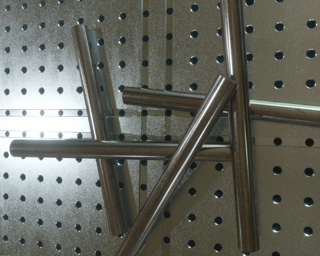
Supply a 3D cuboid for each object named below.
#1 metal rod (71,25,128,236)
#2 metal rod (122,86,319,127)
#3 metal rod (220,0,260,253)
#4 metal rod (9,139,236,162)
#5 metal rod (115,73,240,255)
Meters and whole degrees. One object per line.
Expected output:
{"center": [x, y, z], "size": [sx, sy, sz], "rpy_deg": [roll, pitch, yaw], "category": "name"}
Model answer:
{"center": [-0.087, 0.000, 0.441], "size": [0.025, 0.025, 0.298], "rpy_deg": [-13, 86, 19], "category": "metal rod"}
{"center": [0.095, -0.025, 0.378], "size": [0.301, 0.025, 0.025], "rpy_deg": [8, 93, 19], "category": "metal rod"}
{"center": [0.091, -0.007, 0.354], "size": [0.025, 0.025, 0.298], "rpy_deg": [-4, 95, 19], "category": "metal rod"}
{"center": [-0.056, 0.029, 0.408], "size": [0.301, 0.025, 0.025], "rpy_deg": [0, 90, 11], "category": "metal rod"}
{"center": [0.008, 0.071, 0.380], "size": [0.025, 0.025, 0.298], "rpy_deg": [34, 111, 16], "category": "metal rod"}
